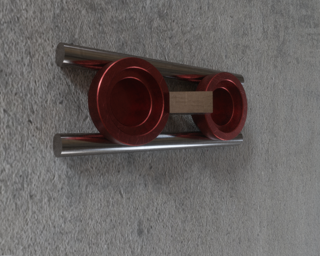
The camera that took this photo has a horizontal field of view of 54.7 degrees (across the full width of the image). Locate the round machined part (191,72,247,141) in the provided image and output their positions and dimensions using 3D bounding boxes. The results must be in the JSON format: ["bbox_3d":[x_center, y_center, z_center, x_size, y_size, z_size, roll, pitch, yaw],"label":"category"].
[{"bbox_3d":[0.083,-0.031,0.457,0.099,0.042,0.097,0,90,-40],"label":"round machined part"}]

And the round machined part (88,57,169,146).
[{"bbox_3d":[-0.038,-0.029,0.357,0.099,0.042,0.097,0,90,-40],"label":"round machined part"}]

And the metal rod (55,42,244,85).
[{"bbox_3d":[0.013,-0.076,0.416,0.302,0.025,0.025,0,90,-40],"label":"metal rod"}]

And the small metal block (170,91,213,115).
[{"bbox_3d":[0.038,-0.030,0.387,0.050,0.050,0.025,0,90,3],"label":"small metal block"}]

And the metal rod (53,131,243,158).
[{"bbox_3d":[0.011,0.017,0.414,0.302,0.025,0.025,0,90,-40],"label":"metal rod"}]
